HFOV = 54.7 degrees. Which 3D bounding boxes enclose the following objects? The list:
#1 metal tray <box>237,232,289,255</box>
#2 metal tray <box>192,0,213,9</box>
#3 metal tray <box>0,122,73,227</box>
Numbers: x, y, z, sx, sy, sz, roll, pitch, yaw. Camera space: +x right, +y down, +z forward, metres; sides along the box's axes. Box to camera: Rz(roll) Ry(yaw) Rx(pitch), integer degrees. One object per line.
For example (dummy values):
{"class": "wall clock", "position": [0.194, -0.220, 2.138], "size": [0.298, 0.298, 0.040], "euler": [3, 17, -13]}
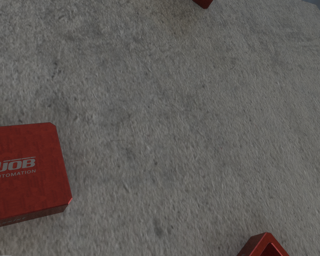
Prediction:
{"class": "metal tray", "position": [0.111, 0.193, 0.344], "size": [0.131, 0.030, 0.090], "euler": [-33, 80, -38]}
{"class": "metal tray", "position": [0.062, -0.299, 0.580], "size": [0.130, 0.090, 0.030], "euler": [34, 51, -6]}
{"class": "metal tray", "position": [-0.158, 0.046, 0.288], "size": [0.131, 0.030, 0.090], "euler": [-7, 65, -31]}
